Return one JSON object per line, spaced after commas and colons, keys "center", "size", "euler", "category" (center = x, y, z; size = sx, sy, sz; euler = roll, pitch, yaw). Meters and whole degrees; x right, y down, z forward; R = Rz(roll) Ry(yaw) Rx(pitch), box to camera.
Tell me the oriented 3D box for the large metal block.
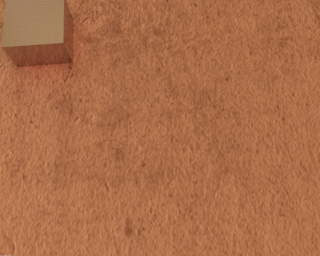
{"center": [-0.171, -0.138, 0.443], "size": [0.081, 0.050, 0.080], "euler": [-5, 70, -2], "category": "large metal block"}
